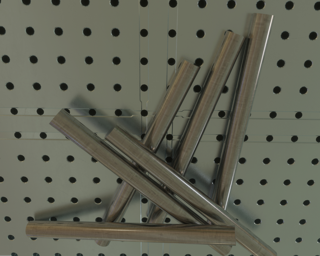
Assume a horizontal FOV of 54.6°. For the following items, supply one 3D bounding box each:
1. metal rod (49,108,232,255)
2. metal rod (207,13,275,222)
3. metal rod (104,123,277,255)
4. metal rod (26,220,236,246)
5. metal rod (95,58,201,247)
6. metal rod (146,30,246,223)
[{"bbox_3d":[-0.016,0.080,0.414,0.300,0.025,0.025,40,105,-14],"label":"metal rod"},{"bbox_3d":[0.102,0.005,0.415,0.025,0.025,0.298,7,110,-3],"label":"metal rod"},{"bbox_3d":[0.050,0.097,0.421,0.300,0.025,0.025,40,105,-14],"label":"metal rod"},{"bbox_3d":[-0.049,0.145,0.432,0.301,0.025,0.025,-3,111,14],"label":"metal rod"},{"bbox_3d":[-0.025,0.046,0.429,0.025,0.025,0.298,24,108,-9],"label":"metal rod"},{"bbox_3d":[0.040,0.019,0.420,0.025,0.025,0.298,19,109,-7],"label":"metal rod"}]
